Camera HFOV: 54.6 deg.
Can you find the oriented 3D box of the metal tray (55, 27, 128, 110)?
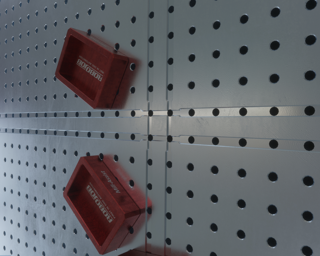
[{"bbox_3d":[-0.115,-0.097,0.502,0.130,0.030,0.089,36,112,34],"label":"metal tray"}]

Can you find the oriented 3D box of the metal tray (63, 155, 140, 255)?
[{"bbox_3d":[-0.096,0.117,0.487,0.130,0.030,0.090,45,117,30],"label":"metal tray"}]

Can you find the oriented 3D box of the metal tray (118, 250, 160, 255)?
[{"bbox_3d":[-0.016,0.241,0.420,0.090,0.030,0.129,-7,86,40],"label":"metal tray"}]
